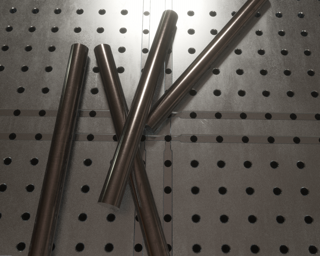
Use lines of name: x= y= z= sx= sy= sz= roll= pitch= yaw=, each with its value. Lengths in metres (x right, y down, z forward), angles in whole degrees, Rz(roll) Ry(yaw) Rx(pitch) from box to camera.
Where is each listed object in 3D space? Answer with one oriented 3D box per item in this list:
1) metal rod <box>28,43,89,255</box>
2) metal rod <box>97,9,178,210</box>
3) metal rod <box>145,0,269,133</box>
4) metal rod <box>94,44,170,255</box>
metal rod: x=-0.128 y=0.024 z=0.401 sx=0.025 sy=0.025 sz=0.299 roll=4 pitch=70 yaw=1
metal rod: x=-0.021 y=-0.043 z=0.408 sx=0.025 sy=0.025 sz=0.300 roll=14 pitch=63 yaw=4
metal rod: x=0.077 y=-0.111 z=0.453 sx=0.025 sy=0.025 sz=0.301 roll=37 pitch=74 yaw=12
metal rod: x=-0.042 y=0.019 z=0.404 sx=0.025 sy=0.025 sz=0.299 roll=-16 pitch=71 yaw=-6
